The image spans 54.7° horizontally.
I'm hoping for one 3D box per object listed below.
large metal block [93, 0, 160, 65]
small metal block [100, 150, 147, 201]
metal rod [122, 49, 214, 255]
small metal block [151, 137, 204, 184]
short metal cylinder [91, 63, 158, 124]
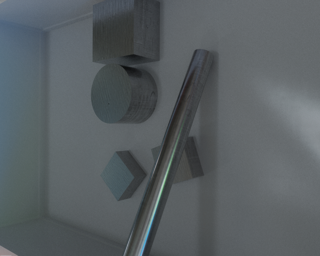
[{"bbox_3d":[-0.047,-0.132,0.427,0.080,0.050,0.079,1,91,39],"label":"large metal block"},{"bbox_3d":[-0.054,0.069,0.449,0.050,0.025,0.050,49,119,28],"label":"small metal block"},{"bbox_3d":[0.003,0.050,0.325,0.025,0.025,0.299,6,69,39],"label":"metal rod"},{"bbox_3d":[0.021,0.042,0.388,0.050,0.025,0.050,-24,75,37],"label":"small metal block"},{"bbox_3d":[-0.050,-0.046,0.430,0.080,0.050,0.079,0,90,39],"label":"short metal cylinder"}]
